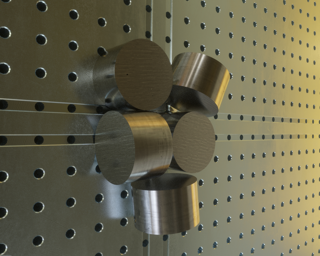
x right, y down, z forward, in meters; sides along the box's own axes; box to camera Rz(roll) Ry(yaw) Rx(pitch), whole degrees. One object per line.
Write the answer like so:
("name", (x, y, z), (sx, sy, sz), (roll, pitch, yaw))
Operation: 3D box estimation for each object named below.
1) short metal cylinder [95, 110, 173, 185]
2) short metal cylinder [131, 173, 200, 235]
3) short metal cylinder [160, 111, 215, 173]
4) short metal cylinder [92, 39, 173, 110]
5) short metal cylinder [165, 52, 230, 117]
("short metal cylinder", (-0.031, 0.020, 0.348), (0.050, 0.080, 0.079), (-3, 92, -41))
("short metal cylinder", (0.007, 0.089, 0.378), (0.081, 0.080, 0.050), (-8, 96, -40))
("short metal cylinder", (0.029, 0.018, 0.417), (0.081, 0.050, 0.079), (-1, 91, -40))
("short metal cylinder", (-0.031, -0.060, 0.366), (0.081, 0.050, 0.079), (0, 91, -39))
("short metal cylinder", (0.046, -0.055, 0.412), (0.080, 0.080, 0.050), (35, 68, -35))
